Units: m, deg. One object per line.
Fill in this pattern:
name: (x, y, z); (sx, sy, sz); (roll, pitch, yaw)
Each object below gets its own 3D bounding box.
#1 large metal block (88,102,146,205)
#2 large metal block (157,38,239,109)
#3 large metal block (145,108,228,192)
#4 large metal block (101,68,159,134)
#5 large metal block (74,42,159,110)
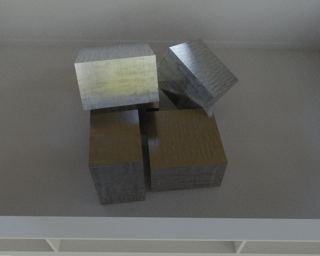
large metal block: (-0.046, 0.028, 0.343); (0.050, 0.080, 0.080); (-5, 50, -5)
large metal block: (0.046, -0.067, 0.410); (0.080, 0.050, 0.081); (50, 41, 7)
large metal block: (0.026, 0.024, 0.364); (0.081, 0.050, 0.080); (-4, 50, -4)
large metal block: (-0.042, -0.038, 0.419); (0.081, 0.050, 0.080); (-1, 50, -1)
large metal block: (-0.048, -0.062, 0.354); (0.081, 0.050, 0.080); (-7, 25, -6)
